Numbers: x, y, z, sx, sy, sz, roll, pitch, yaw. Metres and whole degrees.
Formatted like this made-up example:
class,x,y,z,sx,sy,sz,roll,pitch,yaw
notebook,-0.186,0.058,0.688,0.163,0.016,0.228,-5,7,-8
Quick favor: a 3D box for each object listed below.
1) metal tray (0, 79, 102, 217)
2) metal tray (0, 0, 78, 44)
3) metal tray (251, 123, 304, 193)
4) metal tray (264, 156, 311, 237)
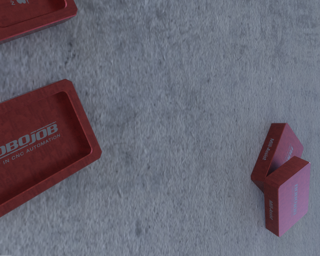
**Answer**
class,x,y,z,sx,sy,sz,roll,pitch,yaw
metal tray,-0.129,0.017,0.293,0.131,0.030,0.090,-32,110,-36
metal tray,-0.145,-0.151,0.280,0.091,0.030,0.129,-36,113,-34
metal tray,0.229,0.065,0.597,0.090,0.030,0.130,44,63,-31
metal tray,0.234,0.127,0.570,0.091,0.030,0.129,-29,124,-24
